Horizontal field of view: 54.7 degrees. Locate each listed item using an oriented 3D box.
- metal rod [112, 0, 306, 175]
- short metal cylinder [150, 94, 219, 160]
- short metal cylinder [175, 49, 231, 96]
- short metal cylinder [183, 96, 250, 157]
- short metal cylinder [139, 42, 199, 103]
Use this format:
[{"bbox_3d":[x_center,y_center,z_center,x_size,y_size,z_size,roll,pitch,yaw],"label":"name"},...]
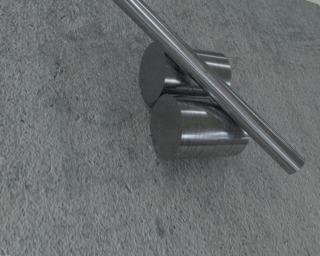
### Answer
[{"bbox_3d":[0.054,-0.061,0.368,0.300,0.025,0.025,45,51,3],"label":"metal rod"},{"bbox_3d":[0.028,-0.001,0.386,0.050,0.080,0.080,1,62,-28],"label":"short metal cylinder"},{"bbox_3d":[0.056,-0.072,0.444,0.050,0.080,0.080,1,62,-28],"label":"short metal cylinder"},{"bbox_3d":[0.073,-0.001,0.410,0.050,0.080,0.080,1,62,-28],"label":"short metal cylinder"},{"bbox_3d":[0.011,-0.072,0.420,0.050,0.080,0.080,1,62,-28],"label":"short metal cylinder"}]
